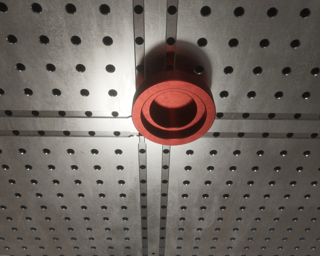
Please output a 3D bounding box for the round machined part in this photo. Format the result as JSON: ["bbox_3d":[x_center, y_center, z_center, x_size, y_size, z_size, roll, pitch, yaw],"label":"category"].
[{"bbox_3d":[0.016,-0.028,0.377,0.099,0.042,0.097,-1,130,0],"label":"round machined part"}]
